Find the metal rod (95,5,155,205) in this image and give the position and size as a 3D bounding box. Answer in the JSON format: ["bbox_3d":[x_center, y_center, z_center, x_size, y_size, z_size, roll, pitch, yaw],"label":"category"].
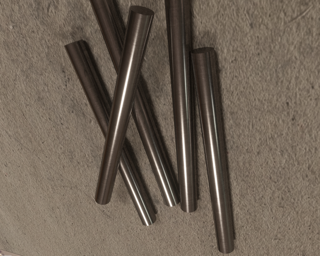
[{"bbox_3d":[-0.054,-0.003,0.397,0.025,0.025,0.298,26,128,11],"label":"metal rod"}]

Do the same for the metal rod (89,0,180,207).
[{"bbox_3d":[-0.025,-0.021,0.405,0.025,0.025,0.298,-5,116,30],"label":"metal rod"}]

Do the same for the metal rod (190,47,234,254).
[{"bbox_3d":[0.072,0.048,0.397,0.025,0.025,0.298,3,120,26],"label":"metal rod"}]

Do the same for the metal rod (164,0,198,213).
[{"bbox_3d":[0.029,-0.014,0.381,0.025,0.025,0.298,8,122,23],"label":"metal rod"}]

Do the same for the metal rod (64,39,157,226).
[{"bbox_3d":[-0.064,0.021,0.451,0.025,0.025,0.298,-6,116,30],"label":"metal rod"}]
